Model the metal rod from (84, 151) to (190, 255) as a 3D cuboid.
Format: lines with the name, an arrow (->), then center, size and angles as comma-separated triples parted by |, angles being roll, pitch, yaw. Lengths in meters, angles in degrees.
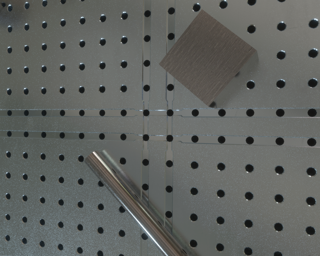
metal rod -> 0.002, 0.146, 0.411 | 0.300, 0.025, 0.025 | 46, 104, 14

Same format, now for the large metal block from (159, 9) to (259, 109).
large metal block -> 0.060, -0.081, 0.378 | 0.080, 0.050, 0.080 | 43, 103, 15

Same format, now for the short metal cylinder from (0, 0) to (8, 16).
short metal cylinder -> -0.298, -0.223, 0.504 | 0.080, 0.050, 0.079 | 0, 90, 20
